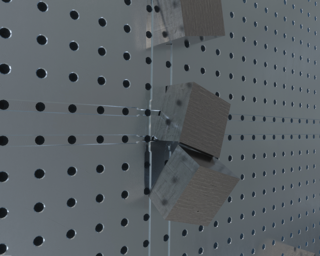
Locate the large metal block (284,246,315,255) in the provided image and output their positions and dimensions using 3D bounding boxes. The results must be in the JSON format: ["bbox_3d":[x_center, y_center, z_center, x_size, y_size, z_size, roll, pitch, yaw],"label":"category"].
[{"bbox_3d":[0.279,0.303,0.626,0.081,0.050,0.080,-33,110,-35],"label":"large metal block"}]

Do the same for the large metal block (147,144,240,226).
[{"bbox_3d":[0.044,0.077,0.408,0.080,0.050,0.080,22,104,-38],"label":"large metal block"}]

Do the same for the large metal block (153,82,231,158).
[{"bbox_3d":[0.046,-0.009,0.430,0.080,0.050,0.080,24,75,-38],"label":"large metal block"}]

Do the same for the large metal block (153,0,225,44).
[{"bbox_3d":[0.040,-0.161,0.424,0.081,0.050,0.080,-15,99,-39],"label":"large metal block"}]
